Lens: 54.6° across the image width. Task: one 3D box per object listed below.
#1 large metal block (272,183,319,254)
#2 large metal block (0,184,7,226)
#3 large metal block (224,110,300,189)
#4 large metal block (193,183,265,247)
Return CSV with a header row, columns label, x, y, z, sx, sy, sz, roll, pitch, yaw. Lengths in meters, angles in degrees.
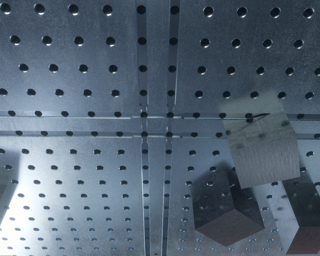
label,x,y,z,sx,sy,sz,roll,pitch,yaw
large metal block,0.226,0.146,0.502,0.050,0.080,0.080,-1,130,1
large metal block,-0.300,0.129,0.502,0.080,0.050,0.079,14,129,-12
large metal block,0.139,0.031,0.423,0.080,0.050,0.080,-15,129,12
large metal block,0.114,0.148,0.522,0.080,0.050,0.080,36,121,-27
